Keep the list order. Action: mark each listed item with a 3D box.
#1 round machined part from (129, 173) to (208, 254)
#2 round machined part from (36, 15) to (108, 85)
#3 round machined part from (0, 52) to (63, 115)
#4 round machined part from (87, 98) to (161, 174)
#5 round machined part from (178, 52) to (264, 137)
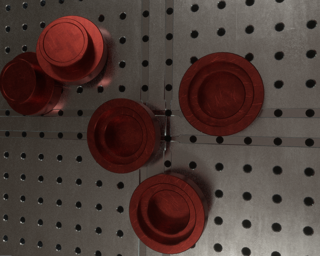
[{"bbox_3d":[0.014,0.105,0.398,0.098,0.042,0.097,0,90,19],"label":"round machined part"},{"bbox_3d":[-0.127,-0.112,0.434,0.099,0.042,0.097,-1,83,5],"label":"round machined part"},{"bbox_3d":[-0.203,-0.068,0.473,0.098,0.042,0.097,0,90,19],"label":"round machined part"},{"bbox_3d":[-0.045,0.010,0.418,0.098,0.042,0.097,0,90,19],"label":"round machined part"},{"bbox_3d":[0.076,-0.039,0.377,0.098,0.042,0.097,0,90,19],"label":"round machined part"}]
